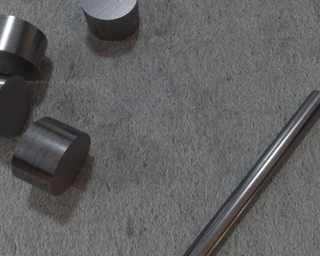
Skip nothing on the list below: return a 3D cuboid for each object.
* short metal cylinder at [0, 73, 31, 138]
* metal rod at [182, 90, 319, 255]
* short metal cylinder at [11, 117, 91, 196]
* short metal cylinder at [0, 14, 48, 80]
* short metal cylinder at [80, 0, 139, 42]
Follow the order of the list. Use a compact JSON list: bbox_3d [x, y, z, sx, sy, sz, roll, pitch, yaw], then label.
[{"bbox_3d":[-0.207,-0.030,0.388,0.050,0.080,0.080,10,70,3],"label":"short metal cylinder"},{"bbox_3d":[0.120,0.064,0.385,0.025,0.025,0.301,40,74,13],"label":"metal rod"},{"bbox_3d":[-0.126,0.033,0.366,0.050,0.080,0.080,24,72,8],"label":"short metal cylinder"},{"bbox_3d":[-0.198,-0.105,0.416,0.080,0.080,0.050,6,70,2],"label":"short metal cylinder"},{"bbox_3d":[-0.072,-0.176,0.459,0.081,0.050,0.080,0,70,0],"label":"short metal cylinder"}]
